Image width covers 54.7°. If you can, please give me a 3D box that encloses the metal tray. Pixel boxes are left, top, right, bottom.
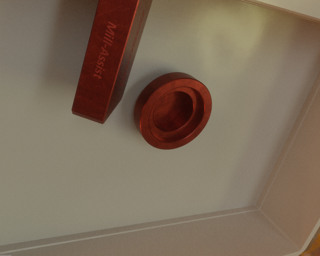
[{"bbox_3d":[-0.041,-0.079,0.294,0.030,0.090,0.129,20,111,-3],"label":"metal tray"}]

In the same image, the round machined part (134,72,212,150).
[{"bbox_3d":[0.013,-0.025,0.391,0.099,0.042,0.097,-14,125,-21],"label":"round machined part"}]
